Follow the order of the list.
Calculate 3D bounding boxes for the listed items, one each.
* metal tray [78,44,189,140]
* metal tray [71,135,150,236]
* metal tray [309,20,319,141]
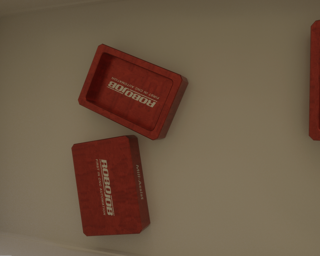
[{"bbox_3d":[-0.039,-0.049,0.421,0.130,0.030,0.090,25,98,18],"label":"metal tray"},{"bbox_3d":[-0.069,0.080,0.432,0.090,0.030,0.129,-10,87,19],"label":"metal tray"},{"bbox_3d":[0.205,-0.050,0.315,0.090,0.030,0.129,1,91,46],"label":"metal tray"}]
